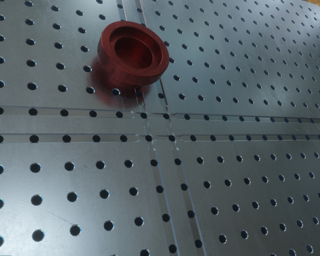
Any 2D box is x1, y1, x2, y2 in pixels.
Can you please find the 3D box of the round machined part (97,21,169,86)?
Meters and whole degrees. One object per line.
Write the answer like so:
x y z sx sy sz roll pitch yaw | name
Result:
-0.040 -0.099 0.436 0.099 0.042 0.098 13 56 -21 | round machined part
